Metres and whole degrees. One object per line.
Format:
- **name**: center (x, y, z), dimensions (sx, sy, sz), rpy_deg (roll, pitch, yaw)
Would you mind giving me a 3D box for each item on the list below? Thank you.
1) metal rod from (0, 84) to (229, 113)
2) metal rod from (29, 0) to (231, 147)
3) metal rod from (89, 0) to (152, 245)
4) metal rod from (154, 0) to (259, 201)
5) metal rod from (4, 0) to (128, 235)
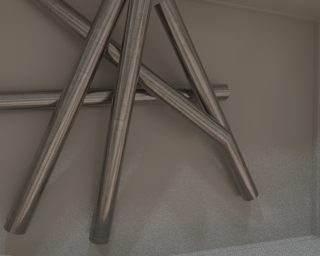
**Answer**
- **metal rod**: center (-0.049, -0.040, 0.393), dimensions (0.303, 0.025, 0.025), rpy_deg (-5, 92, -20)
- **metal rod**: center (-0.035, -0.075, 0.377), dimensions (0.301, 0.025, 0.025), rpy_deg (37, 78, -9)
- **metal rod**: center (-0.047, -0.006, 0.362), dimensions (0.025, 0.025, 0.298), rpy_deg (8, 99, -20)
- **metal rod**: center (0.069, -0.024, 0.413), dimensions (0.025, 0.025, 0.299), rpy_deg (-34, 110, -17)
- **metal rod**: center (-0.103, -0.022, 0.347), dimensions (0.025, 0.025, 0.299), rpy_deg (23, 92, -19)
